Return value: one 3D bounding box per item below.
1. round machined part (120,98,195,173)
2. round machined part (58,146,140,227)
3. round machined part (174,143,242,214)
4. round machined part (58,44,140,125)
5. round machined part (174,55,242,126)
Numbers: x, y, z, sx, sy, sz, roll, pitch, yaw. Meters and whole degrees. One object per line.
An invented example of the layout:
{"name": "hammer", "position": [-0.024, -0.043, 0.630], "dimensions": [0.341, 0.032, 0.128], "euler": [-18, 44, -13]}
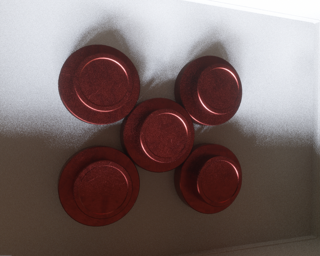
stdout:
{"name": "round machined part", "position": [0.001, 0.009, 0.401], "dimensions": [0.099, 0.042, 0.097], "euler": [0, 90, -21]}
{"name": "round machined part", "position": [-0.071, 0.071, 0.375], "dimensions": [0.099, 0.042, 0.097], "euler": [0, 90, -21]}
{"name": "round machined part", "position": [0.073, 0.071, 0.429], "dimensions": [0.099, 0.042, 0.097], "euler": [0, 90, -21]}
{"name": "round machined part", "position": [-0.071, -0.053, 0.374], "dimensions": [0.099, 0.042, 0.097], "euler": [0, 90, -21]}
{"name": "round machined part", "position": [0.073, -0.052, 0.428], "dimensions": [0.099, 0.042, 0.097], "euler": [0, 90, -21]}
